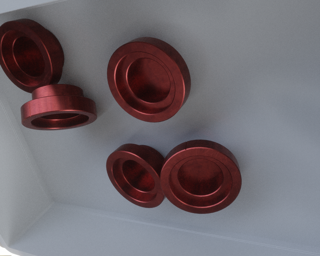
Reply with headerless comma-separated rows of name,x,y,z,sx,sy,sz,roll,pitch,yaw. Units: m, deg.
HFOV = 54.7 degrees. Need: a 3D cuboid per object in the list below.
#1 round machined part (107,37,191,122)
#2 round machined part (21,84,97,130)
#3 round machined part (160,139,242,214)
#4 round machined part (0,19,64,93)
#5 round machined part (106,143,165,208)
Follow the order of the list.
round machined part,-0.010,-0.059,0.366,0.098,0.042,0.097,13,124,21
round machined part,-0.139,-0.029,0.428,0.098,0.099,0.042,-18,75,35
round machined part,0.051,0.057,0.394,0.099,0.042,0.097,3,115,6
round machined part,-0.172,-0.100,0.425,0.098,0.042,0.097,13,122,22
round machined part,-0.026,0.063,0.446,0.098,0.042,0.097,18,128,25
